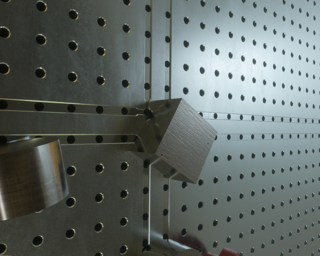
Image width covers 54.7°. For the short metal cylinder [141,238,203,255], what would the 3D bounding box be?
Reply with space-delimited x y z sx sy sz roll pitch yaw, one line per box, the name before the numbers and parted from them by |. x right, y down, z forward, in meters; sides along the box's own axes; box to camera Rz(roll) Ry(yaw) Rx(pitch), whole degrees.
short metal cylinder | 0.015 0.192 0.406 0.081 0.050 0.079 0 90 -40

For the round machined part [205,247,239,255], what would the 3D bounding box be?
round machined part | 0.080 0.221 0.449 0.099 0.042 0.097 -42 139 -51

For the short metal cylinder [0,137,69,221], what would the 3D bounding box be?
short metal cylinder | -0.125 0.040 0.269 0.081 0.080 0.050 -14 99 -39

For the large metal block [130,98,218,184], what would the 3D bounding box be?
large metal block | 0.021 0.017 0.411 0.080 0.050 0.080 40 66 -33
